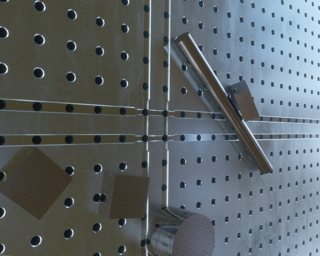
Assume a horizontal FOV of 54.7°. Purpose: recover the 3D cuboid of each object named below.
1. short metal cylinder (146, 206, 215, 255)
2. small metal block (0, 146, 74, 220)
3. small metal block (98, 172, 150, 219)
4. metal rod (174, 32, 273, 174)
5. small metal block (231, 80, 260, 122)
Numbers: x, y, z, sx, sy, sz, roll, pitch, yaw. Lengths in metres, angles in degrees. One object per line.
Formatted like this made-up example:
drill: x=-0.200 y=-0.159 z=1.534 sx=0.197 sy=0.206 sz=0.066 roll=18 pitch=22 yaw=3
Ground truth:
short metal cylinder: x=0.029 y=0.152 z=0.420 sx=0.081 sy=0.050 sz=0.079 roll=0 pitch=90 yaw=-40
small metal block: x=-0.125 y=0.053 z=0.306 sx=0.050 sy=0.025 sz=0.050 roll=51 pitch=60 yaw=-28
small metal block: x=-0.043 y=0.082 z=0.375 sx=0.050 sy=0.025 sz=0.050 roll=13 pitch=82 yaw=-40
metal rod: x=0.114 y=-0.026 z=0.507 sx=0.300 sy=0.025 sz=0.025 roll=50 pitch=60 yaw=-28
small metal block: x=0.140 y=-0.045 z=0.513 sx=0.050 sy=0.025 sz=0.050 roll=62 pitch=17 yaw=-22
